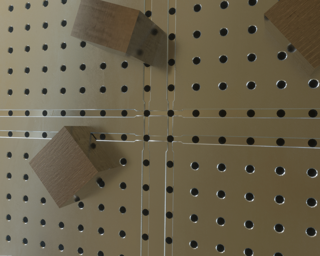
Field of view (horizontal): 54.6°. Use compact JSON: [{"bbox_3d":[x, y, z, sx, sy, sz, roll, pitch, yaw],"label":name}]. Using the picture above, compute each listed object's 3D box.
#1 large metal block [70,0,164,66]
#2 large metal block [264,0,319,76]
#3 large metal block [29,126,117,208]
[{"bbox_3d":[-0.053,-0.123,0.402,0.080,0.080,0.050,21,97,19],"label":"large metal block"},{"bbox_3d":[0.173,-0.116,0.338,0.080,0.050,0.080,-40,78,15],"label":"large metal block"},{"bbox_3d":[-0.125,0.053,0.444,0.080,0.050,0.080,-43,77,15],"label":"large metal block"}]
